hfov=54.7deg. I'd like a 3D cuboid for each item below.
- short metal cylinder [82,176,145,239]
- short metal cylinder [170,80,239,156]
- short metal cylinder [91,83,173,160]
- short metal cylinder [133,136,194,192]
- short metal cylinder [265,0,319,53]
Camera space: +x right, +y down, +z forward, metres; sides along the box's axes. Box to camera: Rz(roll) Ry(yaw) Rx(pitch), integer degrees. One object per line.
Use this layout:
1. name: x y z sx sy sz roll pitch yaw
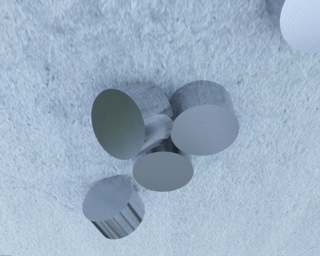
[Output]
1. short metal cylinder: -0.070 0.120 0.473 0.080 0.080 0.050 -16 129 12
2. short metal cylinder: 0.052 -0.011 0.382 0.081 0.050 0.079 -1 130 0
3. short metal cylinder: -0.032 -0.009 0.356 0.080 0.050 0.079 12 111 34
4. short metal cylinder: 0.004 0.043 0.428 0.081 0.050 0.079 0 130 0
5. short metal cylinder: 0.147 -0.119 0.292 0.081 0.050 0.079 0 130 0
